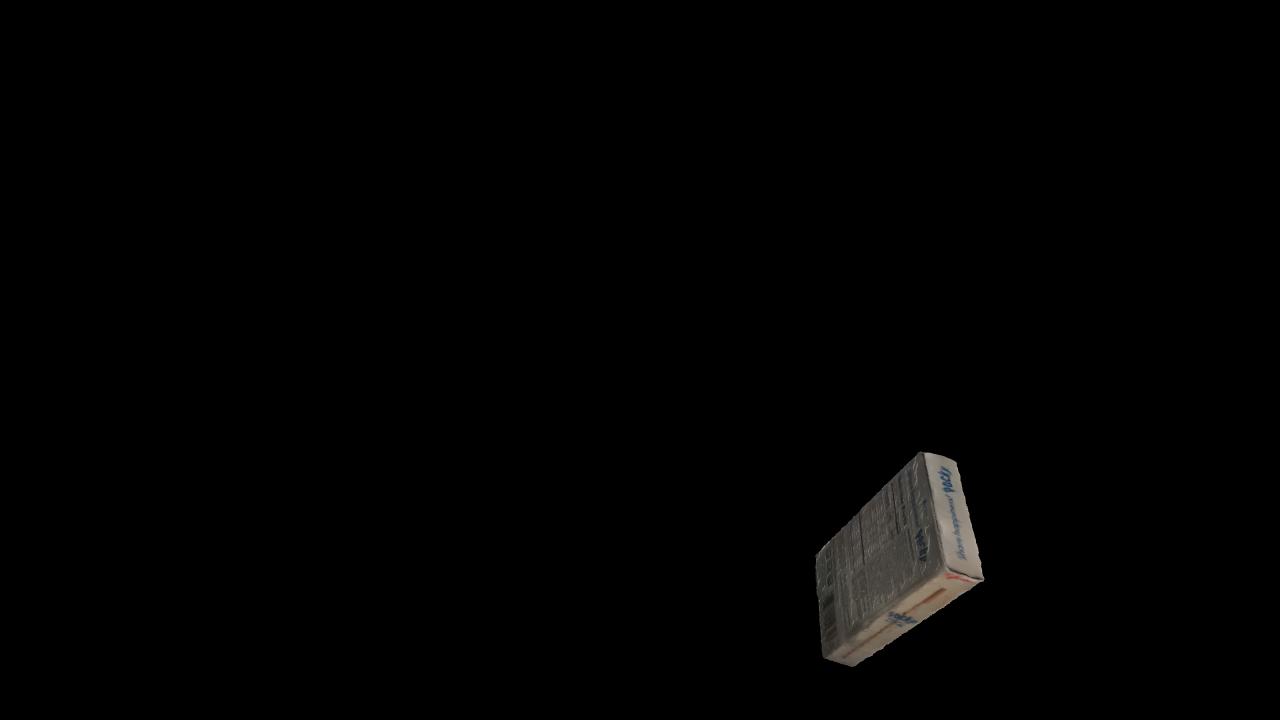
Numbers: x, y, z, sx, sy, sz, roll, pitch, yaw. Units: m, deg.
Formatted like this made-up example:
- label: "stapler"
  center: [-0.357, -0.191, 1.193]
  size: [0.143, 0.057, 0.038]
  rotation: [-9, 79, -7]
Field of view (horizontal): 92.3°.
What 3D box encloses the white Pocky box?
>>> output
- label: "white Pocky box"
  center: [0.164, 0.138, 0.414]
  size: [0.028, 0.084, 0.154]
  rotation: [16, -45, -3]
